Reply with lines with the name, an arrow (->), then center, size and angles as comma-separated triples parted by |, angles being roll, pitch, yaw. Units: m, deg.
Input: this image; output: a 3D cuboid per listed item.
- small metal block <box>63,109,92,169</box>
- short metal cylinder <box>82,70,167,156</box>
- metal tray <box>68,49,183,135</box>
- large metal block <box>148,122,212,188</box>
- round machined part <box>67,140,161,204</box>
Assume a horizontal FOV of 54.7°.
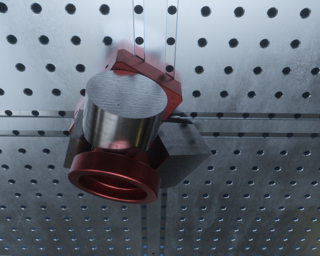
small metal block -> -0.092, 0.015, 0.365 | 0.025, 0.050, 0.050 | 15, 128, -13
short metal cylinder -> -0.038, -0.017, 0.321 | 0.081, 0.080, 0.050 | 10, 129, -9
metal tray -> -0.045, -0.023, 0.389 | 0.090, 0.030, 0.129 | 28, 125, -22
large metal block -> 0.006, 0.038, 0.404 | 0.081, 0.050, 0.080 | 3, 139, -45
round machined part -> -0.047, 0.048, 0.342 | 0.099, 0.042, 0.098 | 9, 151, 6
